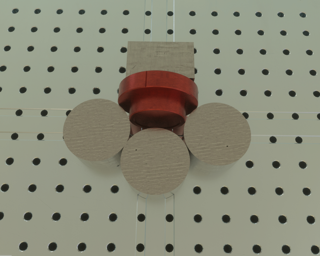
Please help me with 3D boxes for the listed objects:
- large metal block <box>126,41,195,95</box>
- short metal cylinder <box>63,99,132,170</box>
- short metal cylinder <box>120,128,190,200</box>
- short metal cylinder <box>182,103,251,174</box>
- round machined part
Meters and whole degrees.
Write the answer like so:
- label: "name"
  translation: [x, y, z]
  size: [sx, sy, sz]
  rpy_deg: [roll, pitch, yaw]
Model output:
- label: "large metal block"
  translation: [0.001, -0.069, 0.407]
  size: [0.081, 0.080, 0.050]
  rpy_deg: [1, 70, 0]
- label: "short metal cylinder"
  translation: [-0.076, 0.009, 0.395]
  size: [0.081, 0.050, 0.080]
  rpy_deg: [0, 70, 0]
- label: "short metal cylinder"
  translation: [-0.005, 0.045, 0.382]
  size: [0.081, 0.050, 0.080]
  rpy_deg: [0, 70, 0]
- label: "short metal cylinder"
  translation: [0.069, 0.014, 0.394]
  size: [0.081, 0.050, 0.080]
  rpy_deg: [0, 70, 0]
- label: "round machined part"
  translation: [-0.003, -0.028, 0.381]
  size: [0.099, 0.098, 0.042]
  rpy_deg: [2, 70, 0]
